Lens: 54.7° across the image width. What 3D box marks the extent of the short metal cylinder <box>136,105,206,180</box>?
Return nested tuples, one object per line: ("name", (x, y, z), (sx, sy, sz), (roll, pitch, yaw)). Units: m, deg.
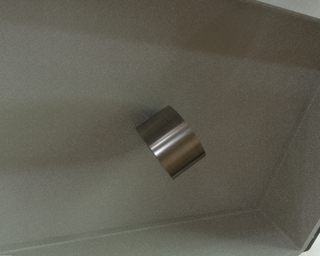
("short metal cylinder", (0.013, 0.018, 0.390), (0.050, 0.080, 0.080), (-36, 130, -5))
